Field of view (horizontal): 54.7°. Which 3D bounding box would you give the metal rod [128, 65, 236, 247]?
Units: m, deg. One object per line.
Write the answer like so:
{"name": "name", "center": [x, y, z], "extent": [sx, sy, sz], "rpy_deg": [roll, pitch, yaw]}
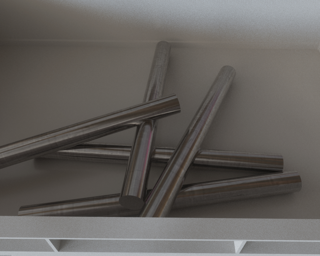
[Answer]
{"name": "metal rod", "center": [0.044, 0.006, 0.373], "extent": [0.025, 0.025, 0.301], "rpy_deg": [19, 45, 15]}

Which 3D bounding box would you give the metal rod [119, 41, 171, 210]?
{"name": "metal rod", "center": [-0.011, -0.031, 0.406], "extent": [0.025, 0.025, 0.300], "rpy_deg": [5, 44, 4]}

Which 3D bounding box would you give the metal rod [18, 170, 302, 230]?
{"name": "metal rod", "center": [0.006, 0.077, 0.338], "extent": [0.302, 0.025, 0.025], "rpy_deg": [-6, 51, -6]}

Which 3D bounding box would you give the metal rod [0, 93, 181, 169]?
{"name": "metal rod", "center": [-0.122, 0.015, 0.356], "extent": [0.302, 0.025, 0.025], "rpy_deg": [-18, 52, -8]}

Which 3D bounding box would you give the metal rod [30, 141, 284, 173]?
{"name": "metal rod", "center": [-0.008, 0.034, 0.375], "extent": [0.302, 0.025, 0.025], "rpy_deg": [4, 50, 2]}
